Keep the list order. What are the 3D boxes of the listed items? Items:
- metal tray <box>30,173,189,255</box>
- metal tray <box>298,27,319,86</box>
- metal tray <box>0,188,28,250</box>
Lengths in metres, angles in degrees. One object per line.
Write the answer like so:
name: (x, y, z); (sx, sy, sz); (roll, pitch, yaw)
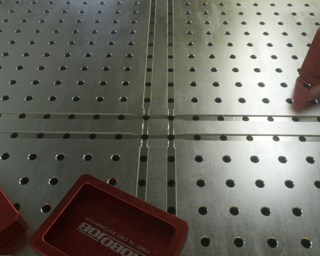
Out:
metal tray: (-0.048, 0.111, 0.310); (0.130, 0.030, 0.090); (22, 53, 17)
metal tray: (0.283, -0.125, 0.471); (0.131, 0.090, 0.030); (-22, 54, -18)
metal tray: (-0.217, 0.086, 0.330); (0.090, 0.030, 0.130); (-37, 59, -27)
